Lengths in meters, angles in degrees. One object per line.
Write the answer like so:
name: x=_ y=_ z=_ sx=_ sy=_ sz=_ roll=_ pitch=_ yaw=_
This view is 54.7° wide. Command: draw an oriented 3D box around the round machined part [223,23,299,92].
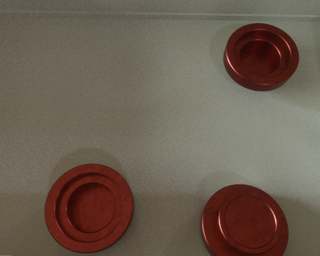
round machined part: x=0.138 y=-0.095 z=0.437 sx=0.099 sy=0.042 sz=0.098 roll=0 pitch=70 yaw=-1

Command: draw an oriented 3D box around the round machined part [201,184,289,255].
round machined part: x=0.098 y=0.111 z=0.354 sx=0.099 sy=0.042 sz=0.098 roll=1 pitch=61 yaw=-1

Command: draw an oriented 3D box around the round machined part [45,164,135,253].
round machined part: x=-0.079 y=0.094 z=0.365 sx=0.099 sy=0.042 sz=0.098 roll=0 pitch=70 yaw=-1
